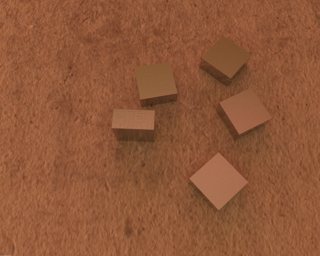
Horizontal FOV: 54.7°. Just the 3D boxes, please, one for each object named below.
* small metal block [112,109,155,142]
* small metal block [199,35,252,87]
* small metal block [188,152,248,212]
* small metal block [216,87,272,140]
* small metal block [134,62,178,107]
[{"bbox_3d":[-0.032,-0.002,0.395,0.050,0.050,0.025,2,70,0],"label":"small metal block"},{"bbox_3d":[0.093,-0.096,0.444,0.050,0.025,0.050,38,74,12],"label":"small metal block"},{"bbox_3d":[0.071,0.067,0.384,0.050,0.025,0.050,-40,75,-13],"label":"small metal block"},{"bbox_3d":[0.112,-0.019,0.416,0.050,0.025,0.050,-25,72,-9],"label":"small metal block"},{"bbox_3d":[-0.006,-0.061,0.430,0.050,0.025,0.050,-10,70,-4],"label":"small metal block"}]
